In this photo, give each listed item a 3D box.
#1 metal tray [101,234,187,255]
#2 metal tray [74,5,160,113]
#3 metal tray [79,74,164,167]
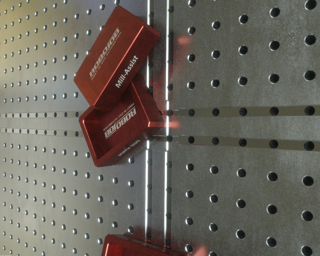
[{"bbox_3d":[-0.029,0.202,0.415,0.130,0.030,0.090,0,73,40],"label":"metal tray"},{"bbox_3d":[-0.065,-0.097,0.434,0.129,0.030,0.090,-55,44,13],"label":"metal tray"},{"bbox_3d":[-0.062,-0.010,0.458,0.130,0.030,0.090,-37,67,33],"label":"metal tray"}]
